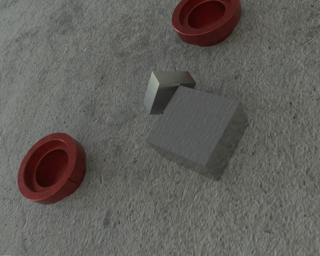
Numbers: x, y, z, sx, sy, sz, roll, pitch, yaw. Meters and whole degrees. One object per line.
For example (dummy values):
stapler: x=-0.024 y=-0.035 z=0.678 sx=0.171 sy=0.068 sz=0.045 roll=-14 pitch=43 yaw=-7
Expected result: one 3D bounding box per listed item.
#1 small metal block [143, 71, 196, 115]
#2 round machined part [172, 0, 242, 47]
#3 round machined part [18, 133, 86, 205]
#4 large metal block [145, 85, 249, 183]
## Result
small metal block: x=0.011 y=-0.045 z=0.395 sx=0.050 sy=0.050 sz=0.025 roll=-4 pitch=47 yaw=-25
round machined part: x=0.070 y=-0.158 z=0.452 sx=0.098 sy=0.042 sz=0.098 roll=-13 pitch=56 yaw=20
round machined part: x=-0.143 y=0.059 z=0.430 sx=0.098 sy=0.042 sz=0.098 roll=-13 pitch=56 yaw=20
large metal block: x=0.045 y=0.005 z=0.361 sx=0.080 sy=0.050 sz=0.080 roll=21 pitch=73 yaw=35
